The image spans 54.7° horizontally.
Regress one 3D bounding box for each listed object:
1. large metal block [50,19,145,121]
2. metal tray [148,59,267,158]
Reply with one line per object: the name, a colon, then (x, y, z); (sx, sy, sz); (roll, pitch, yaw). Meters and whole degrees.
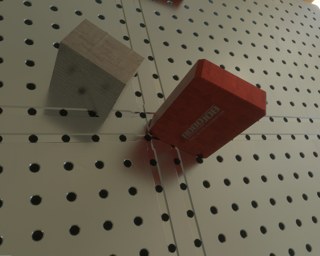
large metal block: (-0.077, -0.067, 0.372); (0.080, 0.080, 0.050); (33, 52, -7)
metal tray: (0.053, -0.016, 0.379); (0.090, 0.129, 0.030); (25, 53, -13)
